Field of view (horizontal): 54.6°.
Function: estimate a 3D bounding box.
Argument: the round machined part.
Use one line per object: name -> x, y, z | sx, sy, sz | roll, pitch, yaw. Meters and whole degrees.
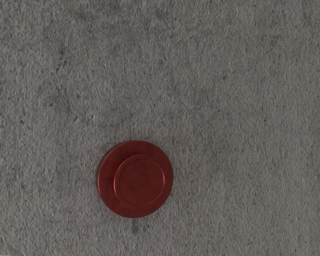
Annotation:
round machined part -> -0.028, 0.065, 0.389 | 0.099, 0.042, 0.097 | 0, 90, -20
